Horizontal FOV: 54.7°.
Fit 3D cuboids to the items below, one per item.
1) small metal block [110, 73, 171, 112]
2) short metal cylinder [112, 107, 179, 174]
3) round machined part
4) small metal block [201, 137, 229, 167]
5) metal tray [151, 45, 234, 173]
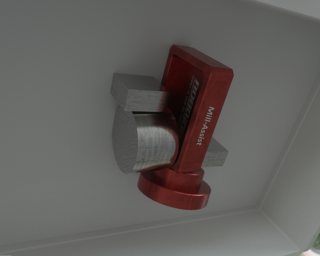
[{"bbox_3d":[-0.024,-0.041,0.355,0.050,0.050,0.025,0,119,-29],"label":"small metal block"},{"bbox_3d":[-0.020,0.012,0.371,0.050,0.080,0.079,-2,119,-28],"label":"short metal cylinder"},{"bbox_3d":[0.022,0.069,0.420,0.099,0.098,0.042,9,101,-33],"label":"round machined part"},{"bbox_3d":[0.061,0.032,0.448,0.050,0.050,0.025,2,117,-30],"label":"small metal block"},{"bbox_3d":[0.030,-0.023,0.370,0.030,0.090,0.129,1,118,-29],"label":"metal tray"}]
